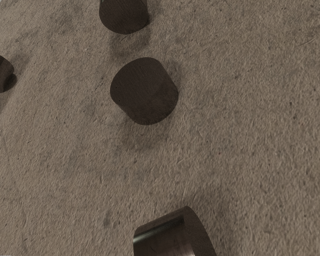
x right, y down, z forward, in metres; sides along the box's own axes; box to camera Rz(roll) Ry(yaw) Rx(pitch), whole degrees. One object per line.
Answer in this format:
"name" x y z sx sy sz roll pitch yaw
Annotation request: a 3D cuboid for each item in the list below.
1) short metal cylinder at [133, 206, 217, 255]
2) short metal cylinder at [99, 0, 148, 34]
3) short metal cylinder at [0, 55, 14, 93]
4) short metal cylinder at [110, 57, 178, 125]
"short metal cylinder" 0.018 0.119 0.285 0.050 0.080 0.080 -27 53 11
"short metal cylinder" -0.062 -0.208 0.527 0.080 0.080 0.050 -17 55 18
"short metal cylinder" -0.340 -0.112 0.612 0.080 0.080 0.050 1 62 28
"short metal cylinder" -0.021 -0.050 0.428 0.080 0.050 0.080 -13 56 20
